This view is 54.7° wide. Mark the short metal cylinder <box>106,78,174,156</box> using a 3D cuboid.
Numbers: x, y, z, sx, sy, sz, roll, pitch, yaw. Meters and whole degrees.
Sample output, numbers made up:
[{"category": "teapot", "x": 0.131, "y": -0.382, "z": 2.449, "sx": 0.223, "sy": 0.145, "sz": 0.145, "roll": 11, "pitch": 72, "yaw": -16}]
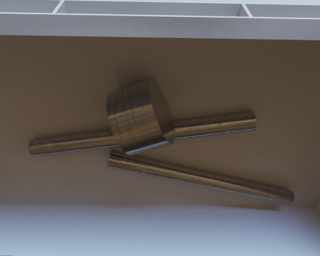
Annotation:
[{"category": "short metal cylinder", "x": -0.021, "y": -0.013, "z": 0.362, "sx": 0.050, "sy": 0.080, "sz": 0.080, "roll": -17, "pitch": 128, "yaw": 14}]

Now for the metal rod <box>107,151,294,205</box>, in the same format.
[{"category": "metal rod", "x": 0.069, "y": 0.080, "z": 0.478, "sx": 0.302, "sy": 0.025, "sz": 0.025, "roll": 14, "pitch": 129, "yaw": -12}]

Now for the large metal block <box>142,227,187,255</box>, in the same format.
[{"category": "large metal block", "x": 0.012, "y": 0.239, "z": 0.599, "sx": 0.080, "sy": 0.050, "sz": 0.080, "roll": -5, "pitch": 130, "yaw": 3}]

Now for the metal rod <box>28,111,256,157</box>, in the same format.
[{"category": "metal rod", "x": -0.027, "y": 0.009, "z": 0.416, "sx": 0.302, "sy": 0.025, "sz": 0.025, "roll": -7, "pitch": 130, "yaw": 5}]
